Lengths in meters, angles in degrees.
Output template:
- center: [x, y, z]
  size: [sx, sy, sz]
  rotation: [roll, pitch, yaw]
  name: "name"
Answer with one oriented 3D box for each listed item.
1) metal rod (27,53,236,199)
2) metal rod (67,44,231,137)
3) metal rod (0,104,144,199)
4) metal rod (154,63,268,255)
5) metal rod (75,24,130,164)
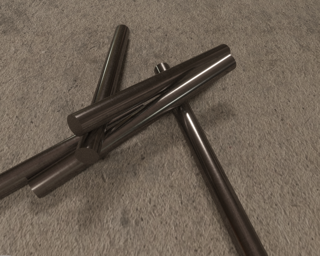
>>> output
- center: [-0.021, -0.012, 0.389]
  size: [0.302, 0.025, 0.025]
  rotation: [-34, 58, -17]
  name: "metal rod"
- center: [0.009, -0.064, 0.414]
  size: [0.025, 0.025, 0.302]
  rotation: [34, 44, 25]
  name: "metal rod"
- center: [-0.144, 0.044, 0.363]
  size: [0.302, 0.025, 0.025]
  rotation: [-31, 57, -24]
  name: "metal rod"
- center: [0.048, 0.019, 0.387]
  size: [0.025, 0.025, 0.299]
  rotation: [-13, 51, -11]
  name: "metal rod"
- center: [-0.071, -0.071, 0.435]
  size: [0.025, 0.025, 0.300]
  rotation: [2, 42, 1]
  name: "metal rod"
